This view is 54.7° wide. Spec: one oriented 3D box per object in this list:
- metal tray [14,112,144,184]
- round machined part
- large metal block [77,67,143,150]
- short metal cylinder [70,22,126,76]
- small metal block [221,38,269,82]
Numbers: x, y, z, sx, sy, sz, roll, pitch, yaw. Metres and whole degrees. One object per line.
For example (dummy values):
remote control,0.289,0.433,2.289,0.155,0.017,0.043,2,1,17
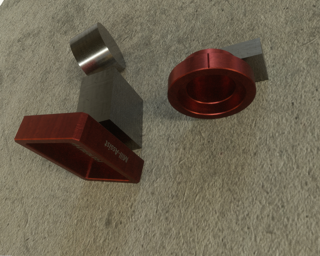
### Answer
metal tray,-0.088,0.028,0.365,0.090,0.130,0.030,-2,61,27
round machined part,0.058,-0.054,0.359,0.098,0.098,0.042,-11,57,22
large metal block,-0.064,-0.020,0.414,0.050,0.080,0.080,-14,56,21
short metal cylinder,-0.097,-0.119,0.492,0.050,0.080,0.080,-28,52,11
small metal block,0.103,-0.079,0.382,0.050,0.050,0.025,-11,58,22
